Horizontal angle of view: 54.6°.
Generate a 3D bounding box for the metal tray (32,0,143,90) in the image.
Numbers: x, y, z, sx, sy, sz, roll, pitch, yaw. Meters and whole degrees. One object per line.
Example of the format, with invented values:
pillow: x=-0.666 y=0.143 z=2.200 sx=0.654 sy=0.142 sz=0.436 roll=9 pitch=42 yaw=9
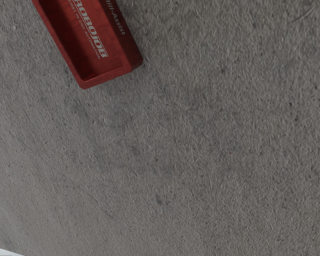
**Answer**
metal tray: x=-0.088 y=-0.120 z=0.376 sx=0.090 sy=0.030 sz=0.130 roll=-14 pitch=112 yaw=34
